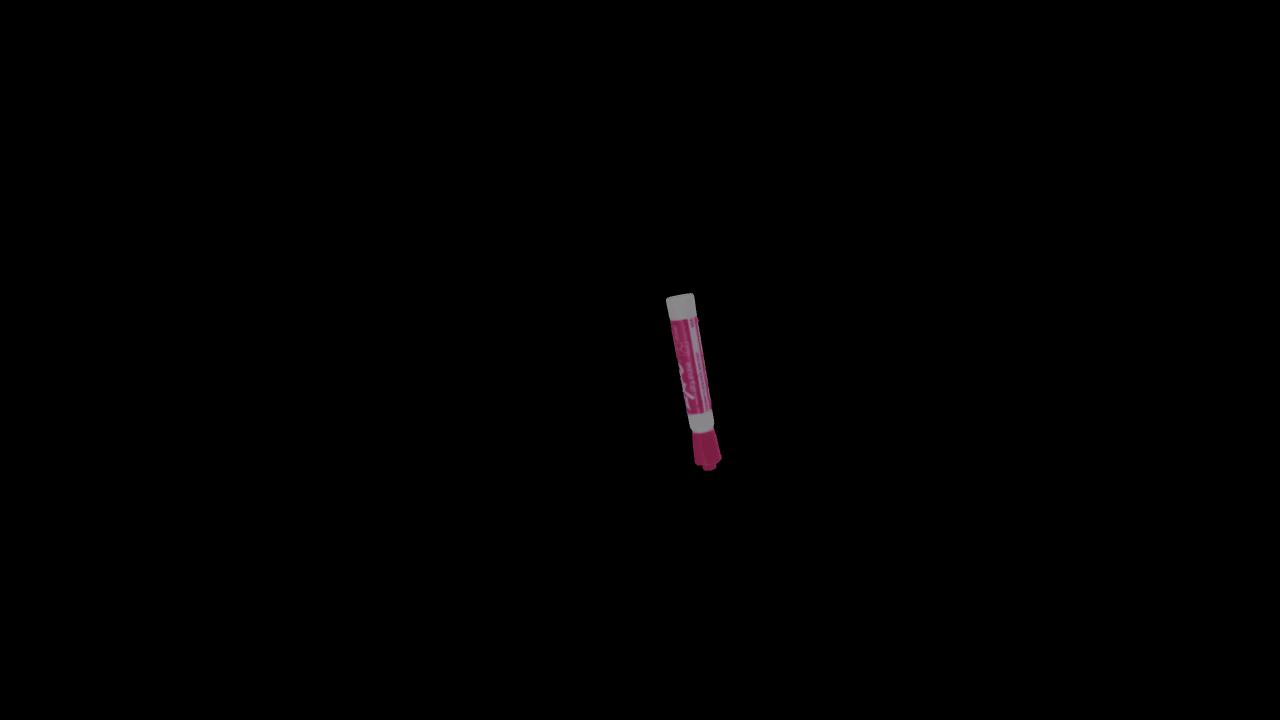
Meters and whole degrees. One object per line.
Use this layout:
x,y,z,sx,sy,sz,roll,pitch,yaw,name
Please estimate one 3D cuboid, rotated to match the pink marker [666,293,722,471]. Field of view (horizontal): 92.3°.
0.037,0.016,0.414,0.020,0.121,0.020,-11,9,2,pink marker
